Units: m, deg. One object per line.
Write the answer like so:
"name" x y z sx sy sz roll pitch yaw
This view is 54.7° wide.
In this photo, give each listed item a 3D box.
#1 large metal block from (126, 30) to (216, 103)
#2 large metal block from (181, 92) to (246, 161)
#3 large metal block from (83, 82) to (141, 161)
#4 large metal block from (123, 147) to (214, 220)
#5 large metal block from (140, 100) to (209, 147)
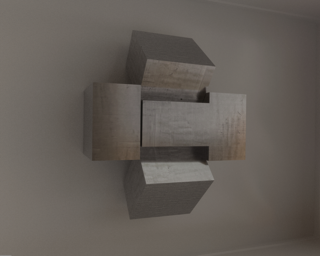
"large metal block" 0.009 -0.075 0.376 0.081 0.080 0.050 2 127 -20
"large metal block" 0.067 -0.002 0.405 0.050 0.080 0.080 1 90 -20
"large metal block" -0.058 -0.007 0.359 0.050 0.080 0.080 1 90 -20
"large metal block" 0.007 0.066 0.375 0.081 0.079 0.050 1 48 -21
"large metal block" 0.005 -0.005 0.382 0.081 0.080 0.050 1 90 -20
